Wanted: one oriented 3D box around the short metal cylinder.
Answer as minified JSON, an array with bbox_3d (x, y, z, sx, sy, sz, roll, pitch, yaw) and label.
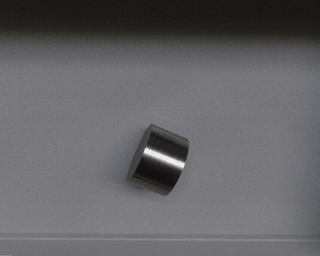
[{"bbox_3d":[-0.004,0.041,0.397,0.050,0.080,0.079,23,108,-9],"label":"short metal cylinder"}]
